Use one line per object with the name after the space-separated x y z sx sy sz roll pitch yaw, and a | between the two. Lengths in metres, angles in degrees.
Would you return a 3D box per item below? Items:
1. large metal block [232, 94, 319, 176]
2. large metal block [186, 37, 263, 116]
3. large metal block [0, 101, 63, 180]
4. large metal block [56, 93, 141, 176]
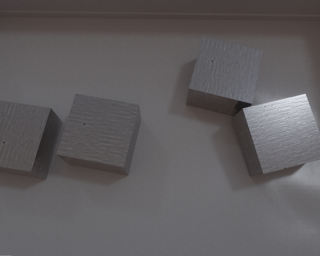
0.146 0.011 0.388 0.081 0.050 0.080 -13 79 -5 | large metal block
0.086 -0.067 0.421 0.080 0.050 0.080 15 71 5 | large metal block
-0.179 0.015 0.390 0.080 0.050 0.080 9 70 3 | large metal block
-0.073 0.009 0.392 0.080 0.050 0.080 10 70 3 | large metal block
